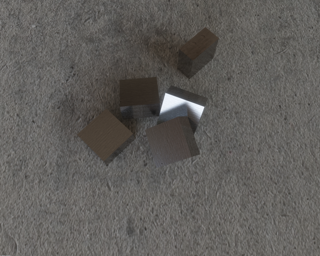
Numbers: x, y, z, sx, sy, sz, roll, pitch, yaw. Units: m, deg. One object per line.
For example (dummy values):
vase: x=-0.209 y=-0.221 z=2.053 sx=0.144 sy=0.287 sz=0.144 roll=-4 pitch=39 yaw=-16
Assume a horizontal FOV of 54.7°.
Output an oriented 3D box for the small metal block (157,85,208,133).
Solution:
small metal block: x=0.028 y=-0.021 z=0.400 sx=0.050 sy=0.050 sz=0.025 roll=21 pitch=35 yaw=7

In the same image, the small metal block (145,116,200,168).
small metal block: x=0.015 y=0.017 z=0.384 sx=0.050 sy=0.025 sz=0.050 roll=-22 pitch=82 yaw=29

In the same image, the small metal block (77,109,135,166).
small metal block: x=-0.069 y=0.012 z=0.403 sx=0.050 sy=0.025 sz=0.050 roll=42 pitch=75 yaw=14

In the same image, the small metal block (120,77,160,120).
small metal block: x=-0.027 y=-0.040 z=0.415 sx=0.050 sy=0.025 sz=0.050 roll=-5 pitch=51 yaw=-2

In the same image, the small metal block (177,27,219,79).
small metal block: x=0.052 y=-0.103 z=0.433 sx=0.050 sy=0.050 sz=0.025 roll=-42 pitch=76 yaw=-14
